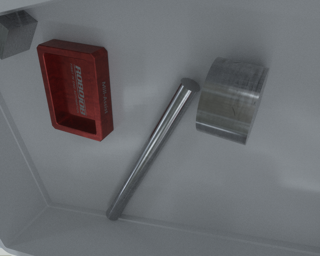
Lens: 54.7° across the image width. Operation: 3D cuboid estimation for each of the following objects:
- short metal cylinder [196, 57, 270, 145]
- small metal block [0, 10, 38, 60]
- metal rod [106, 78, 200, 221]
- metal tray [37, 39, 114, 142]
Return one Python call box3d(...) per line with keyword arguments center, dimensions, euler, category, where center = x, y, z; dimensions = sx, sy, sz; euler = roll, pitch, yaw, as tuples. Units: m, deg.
box3d(center=(0.074, -0.028, 0.316), dimensions=(0.050, 0.080, 0.079), euler=(18, 125, 18), category="short metal cylinder")
box3d(center=(-0.198, -0.126, 0.417), dimensions=(0.025, 0.050, 0.050), euler=(40, 129, 1), category="small metal block")
box3d(center=(-0.024, 0.051, 0.450), dimensions=(0.025, 0.025, 0.298), euler=(34, 129, 5), category="metal rod")
box3d(center=(-0.115, -0.051, 0.432), dimensions=(0.090, 0.030, 0.129), euler=(14, 124, 20), category="metal tray")
